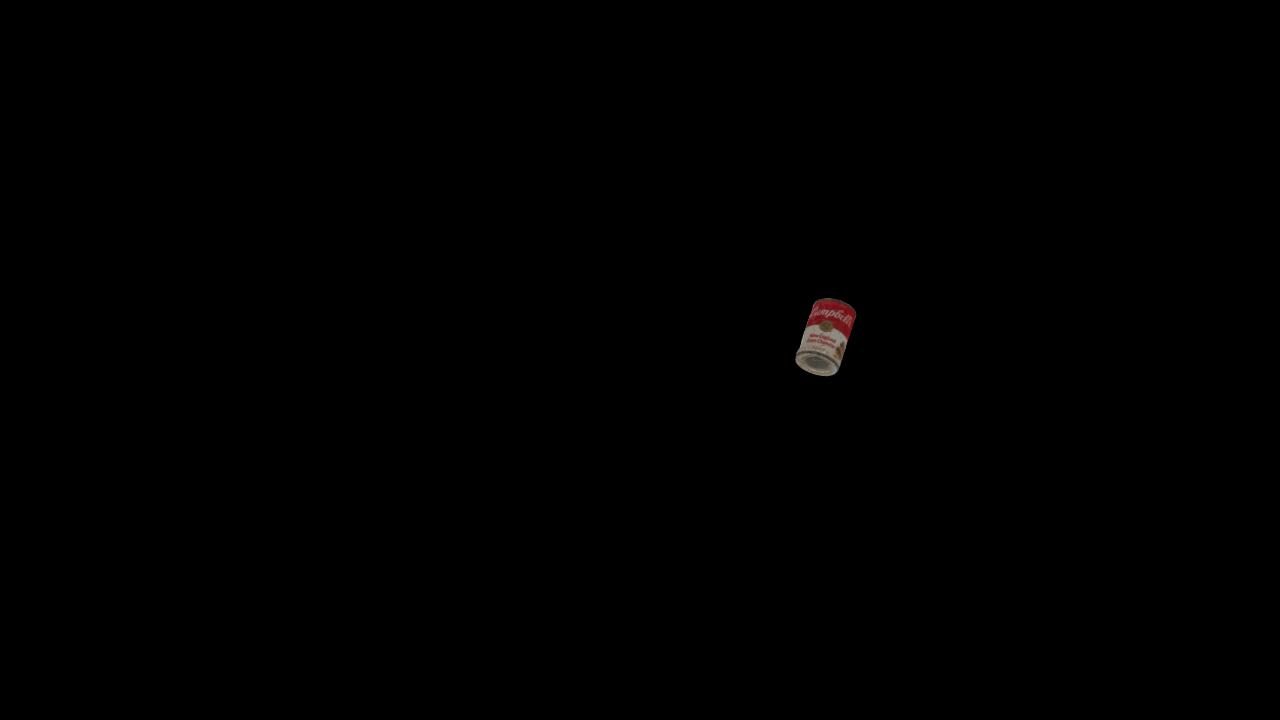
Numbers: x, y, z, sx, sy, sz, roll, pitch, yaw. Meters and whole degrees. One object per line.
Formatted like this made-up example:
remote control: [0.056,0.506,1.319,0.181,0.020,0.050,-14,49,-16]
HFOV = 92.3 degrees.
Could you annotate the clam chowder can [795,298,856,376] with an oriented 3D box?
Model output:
clam chowder can: [0.285,-0.034,0.945,0.068,0.102,0.068,21,-22,9]
